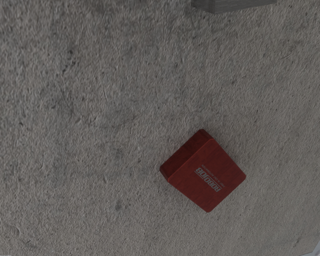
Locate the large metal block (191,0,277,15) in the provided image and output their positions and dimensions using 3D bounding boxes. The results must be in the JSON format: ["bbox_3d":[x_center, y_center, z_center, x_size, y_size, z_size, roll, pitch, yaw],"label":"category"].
[{"bbox_3d":[0.080,-0.172,0.327,0.081,0.050,0.079,-17,125,-19],"label":"large metal block"}]

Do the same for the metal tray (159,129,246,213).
[{"bbox_3d":[0.071,0.071,0.487,0.090,0.030,0.130,-44,129,2],"label":"metal tray"}]
